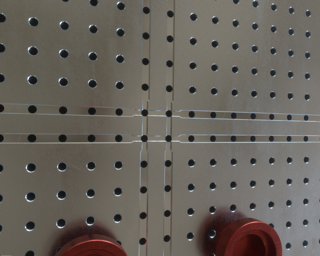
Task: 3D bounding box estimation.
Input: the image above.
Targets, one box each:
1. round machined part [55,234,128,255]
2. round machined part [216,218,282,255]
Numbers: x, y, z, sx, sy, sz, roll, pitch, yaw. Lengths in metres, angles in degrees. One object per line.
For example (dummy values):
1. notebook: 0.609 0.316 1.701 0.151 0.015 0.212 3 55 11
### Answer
1. round machined part: -0.085 0.176 0.372 0.099 0.042 0.097 0 90 -20
2. round machined part: 0.123 0.179 0.449 0.099 0.042 0.097 0 90 -20
